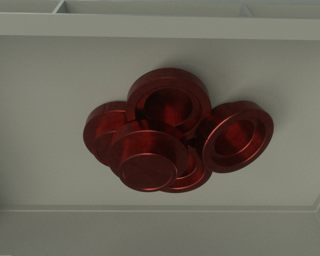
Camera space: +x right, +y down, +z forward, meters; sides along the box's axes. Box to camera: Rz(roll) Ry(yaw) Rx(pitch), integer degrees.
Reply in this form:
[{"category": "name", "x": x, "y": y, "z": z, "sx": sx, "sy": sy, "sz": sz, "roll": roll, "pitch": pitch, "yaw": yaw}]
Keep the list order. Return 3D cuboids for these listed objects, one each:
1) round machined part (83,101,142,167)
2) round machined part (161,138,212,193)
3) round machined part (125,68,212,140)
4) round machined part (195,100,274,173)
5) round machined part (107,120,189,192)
[{"category": "round machined part", "x": -0.051, "y": 0.016, "z": 0.407, "sx": 0.099, "sy": 0.042, "sz": 0.097, "roll": -1, "pitch": 130, "yaw": 0}, {"category": "round machined part", "x": 0.022, "y": 0.045, "z": 0.434, "sx": 0.099, "sy": 0.042, "sz": 0.097, "roll": -1, "pitch": 130, "yaw": 0}, {"category": "round machined part", "x": 0.010, "y": -0.030, "z": 0.371, "sx": 0.099, "sy": 0.042, "sz": 0.097, "roll": -1, "pitch": 130, "yaw": 0}, {"category": "round machined part", "x": 0.088, "y": 0.007, "z": 0.389, "sx": 0.099, "sy": 0.042, "sz": 0.097, "roll": -13, "pitch": 129, "yaw": -16}, {"category": "round machined part", "x": -0.014, "y": 0.040, "z": 0.373, "sx": 0.099, "sy": 0.042, "sz": 0.097, "roll": -1, "pitch": 130, "yaw": 0}]
